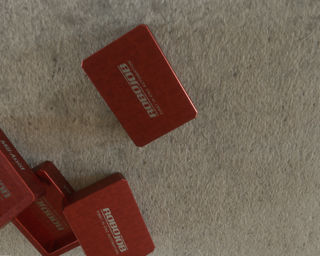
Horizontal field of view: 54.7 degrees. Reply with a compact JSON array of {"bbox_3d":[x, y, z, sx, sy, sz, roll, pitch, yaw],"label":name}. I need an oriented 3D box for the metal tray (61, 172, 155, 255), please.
[{"bbox_3d":[-0.071,0.139,0.440,0.091,0.030,0.129,-25,110,-15],"label":"metal tray"}]

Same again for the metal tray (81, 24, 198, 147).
[{"bbox_3d":[-0.023,-0.051,0.388,0.090,0.030,0.130,-30,108,10],"label":"metal tray"}]

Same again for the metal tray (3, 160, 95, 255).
[{"bbox_3d":[-0.162,0.121,0.449,0.090,0.030,0.130,-29,108,9],"label":"metal tray"}]

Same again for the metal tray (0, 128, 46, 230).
[{"bbox_3d":[-0.224,0.062,0.403,0.090,0.030,0.130,-38,88,9],"label":"metal tray"}]
